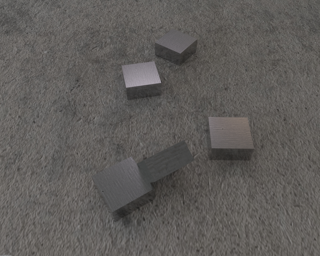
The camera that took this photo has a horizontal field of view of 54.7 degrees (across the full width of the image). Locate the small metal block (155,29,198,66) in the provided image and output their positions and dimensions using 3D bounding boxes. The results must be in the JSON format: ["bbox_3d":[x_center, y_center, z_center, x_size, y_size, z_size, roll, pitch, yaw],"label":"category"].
[{"bbox_3d":[0.027,-0.135,0.517,0.050,0.025,0.050,30,56,22],"label":"small metal block"}]

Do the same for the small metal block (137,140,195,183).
[{"bbox_3d":[0.004,0.039,0.350,0.050,0.050,0.025,-25,85,-20],"label":"small metal block"}]

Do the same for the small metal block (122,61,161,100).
[{"bbox_3d":[-0.028,-0.071,0.463,0.050,0.025,0.050,-9,51,-8],"label":"small metal block"}]

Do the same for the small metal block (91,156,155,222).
[{"bbox_3d":[-0.041,0.067,0.346,0.050,0.025,0.050,-26,55,-20],"label":"small metal block"}]

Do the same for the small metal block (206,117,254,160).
[{"bbox_3d":[0.087,0.013,0.393,0.050,0.025,0.050,1,50,0],"label":"small metal block"}]
